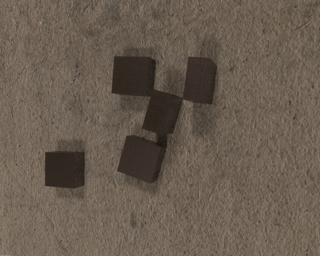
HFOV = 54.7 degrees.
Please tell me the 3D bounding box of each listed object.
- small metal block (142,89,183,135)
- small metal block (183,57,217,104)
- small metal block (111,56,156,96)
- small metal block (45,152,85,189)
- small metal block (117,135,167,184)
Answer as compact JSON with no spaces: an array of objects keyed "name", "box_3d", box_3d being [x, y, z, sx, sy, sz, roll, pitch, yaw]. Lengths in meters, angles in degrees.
[{"name":"small metal block","box_3d":[0.005,-0.020,0.393,0.025,0.050,0.050,18,96,19]},{"name":"small metal block","box_3d":[0.050,-0.056,0.378,0.025,0.050,0.050,8,93,19]},{"name":"small metal block","box_3d":[-0.036,-0.070,0.421,0.050,0.025,0.050,5,92,19]},{"name":"small metal block","box_3d":[-0.140,0.060,0.457,0.050,0.025,0.050,1,90,19]},{"name":"small metal block","box_3d":[-0.024,0.041,0.417,0.050,0.025,0.050,17,96,18]}]
